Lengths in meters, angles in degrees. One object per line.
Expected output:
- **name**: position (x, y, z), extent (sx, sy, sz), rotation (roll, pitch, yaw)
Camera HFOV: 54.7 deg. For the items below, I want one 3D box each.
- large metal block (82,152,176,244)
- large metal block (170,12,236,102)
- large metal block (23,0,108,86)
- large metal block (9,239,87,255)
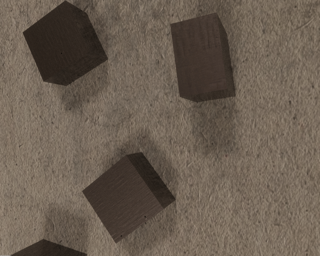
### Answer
- **large metal block**: position (-0.040, 0.089, 0.409), extent (0.080, 0.050, 0.080), rotation (-40, 78, 15)
- **large metal block**: position (0.053, -0.076, 0.361), extent (0.050, 0.080, 0.080), rotation (-8, 87, 19)
- **large metal block**: position (-0.134, -0.117, 0.441), extent (0.080, 0.050, 0.080), rotation (-28, 81, 17)
- **large metal block**: position (-0.163, 0.205, 0.435), extent (0.080, 0.080, 0.050), rotation (10, 94, 19)
